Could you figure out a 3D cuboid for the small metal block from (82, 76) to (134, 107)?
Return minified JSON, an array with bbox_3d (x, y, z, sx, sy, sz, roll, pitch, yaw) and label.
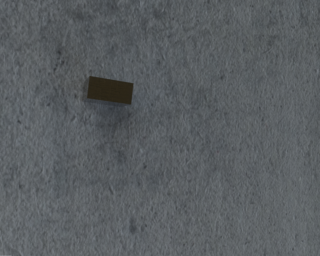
[{"bbox_3d":[-0.064,-0.042,0.373,0.050,0.050,0.025,7,88,-20],"label":"small metal block"}]
